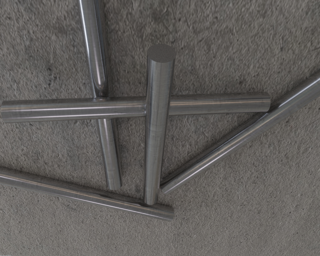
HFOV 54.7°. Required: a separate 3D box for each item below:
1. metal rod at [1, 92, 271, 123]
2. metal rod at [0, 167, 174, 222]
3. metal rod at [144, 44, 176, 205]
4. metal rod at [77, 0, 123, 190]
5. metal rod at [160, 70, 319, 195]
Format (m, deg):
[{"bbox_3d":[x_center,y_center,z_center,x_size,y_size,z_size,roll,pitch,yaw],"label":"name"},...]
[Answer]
[{"bbox_3d":[-0.019,-0.025,0.359,0.302,0.025,0.025,-3,131,-8],"label":"metal rod"},{"bbox_3d":[-0.120,0.107,0.496,0.302,0.025,0.025,17,128,-14],"label":"metal rod"},{"bbox_3d":[-0.007,0.025,0.385,0.025,0.025,0.298,2,143,-2],"label":"metal rod"},{"bbox_3d":[-0.069,-0.027,0.382,0.025,0.025,0.298,0,130,0],"label":"metal rod"},{"bbox_3d":[0.111,0.010,0.416,0.025,0.025,0.299,36,122,-26],"label":"metal rod"}]
